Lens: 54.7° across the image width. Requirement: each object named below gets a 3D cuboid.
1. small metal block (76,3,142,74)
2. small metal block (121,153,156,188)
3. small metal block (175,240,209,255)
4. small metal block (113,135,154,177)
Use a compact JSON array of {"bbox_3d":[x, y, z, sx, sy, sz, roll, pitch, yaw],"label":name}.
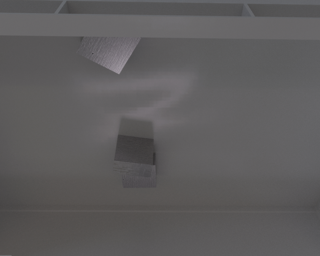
[{"bbox_3d":[-0.053,-0.093,0.329,0.050,0.025,0.050,25,126,-20],"label":"small metal block"},{"bbox_3d":[-0.031,0.064,0.463,0.050,0.025,0.050,-1,130,0],"label":"small metal block"},{"bbox_3d":[0.066,0.257,0.631,0.050,0.025,0.050,-26,126,20],"label":"small metal block"},{"bbox_3d":[-0.036,0.038,0.424,0.050,0.050,0.025,7,130,-7],"label":"small metal block"}]
